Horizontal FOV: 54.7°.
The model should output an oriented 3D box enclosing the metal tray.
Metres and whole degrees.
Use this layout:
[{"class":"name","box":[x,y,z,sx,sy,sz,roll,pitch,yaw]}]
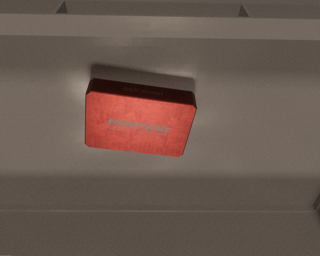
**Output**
[{"class":"metal tray","box":[-0.027,-0.010,0.397,0.131,0.030,0.089,7,130,-7]}]
